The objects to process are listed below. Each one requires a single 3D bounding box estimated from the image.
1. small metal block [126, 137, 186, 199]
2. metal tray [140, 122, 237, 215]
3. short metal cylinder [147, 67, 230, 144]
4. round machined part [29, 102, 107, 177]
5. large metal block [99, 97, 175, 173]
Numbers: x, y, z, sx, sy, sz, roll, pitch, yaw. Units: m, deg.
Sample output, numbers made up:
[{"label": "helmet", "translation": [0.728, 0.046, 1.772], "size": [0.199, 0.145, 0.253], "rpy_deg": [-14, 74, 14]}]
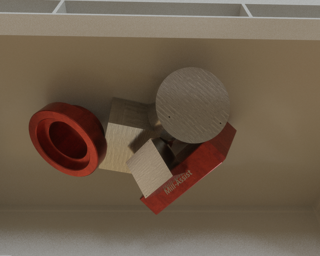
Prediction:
[{"label": "small metal block", "translation": [-0.006, 0.046, 0.362], "size": [0.025, 0.050, 0.050], "rpy_deg": [-4, 146, -52]}, {"label": "metal tray", "translation": [0.037, 0.048, 0.404], "size": [0.030, 0.090, 0.129], "rpy_deg": [44, 121, 0]}, {"label": "short metal cylinder", "translation": [0.030, -0.022, 0.344], "size": [0.081, 0.080, 0.050], "rpy_deg": [12, 173, -11]}, {"label": "round machined part", "translation": [-0.109, 0.010, 0.388], "size": [0.098, 0.042, 0.097], "rpy_deg": [13, 127, 18]}, {"label": "large metal block", "translation": [-0.030, 0.014, 0.403], "size": [0.081, 0.050, 0.079], "rpy_deg": [11, 129, -10]}]
